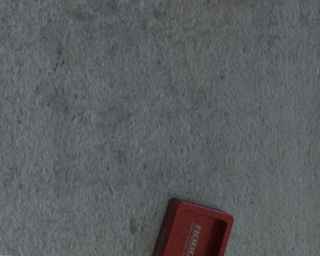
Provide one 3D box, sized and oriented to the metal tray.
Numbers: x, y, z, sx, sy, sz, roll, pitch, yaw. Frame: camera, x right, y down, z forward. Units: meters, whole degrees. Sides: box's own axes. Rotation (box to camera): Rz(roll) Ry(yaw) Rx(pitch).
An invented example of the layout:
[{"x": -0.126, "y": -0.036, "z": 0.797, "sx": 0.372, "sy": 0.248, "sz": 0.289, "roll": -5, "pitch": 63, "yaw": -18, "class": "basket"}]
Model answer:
[{"x": 0.040, "y": 0.170, "z": 0.422, "sx": 0.091, "sy": 0.030, "sz": 0.129, "roll": 20, "pitch": 83, "yaw": -19, "class": "metal tray"}]
